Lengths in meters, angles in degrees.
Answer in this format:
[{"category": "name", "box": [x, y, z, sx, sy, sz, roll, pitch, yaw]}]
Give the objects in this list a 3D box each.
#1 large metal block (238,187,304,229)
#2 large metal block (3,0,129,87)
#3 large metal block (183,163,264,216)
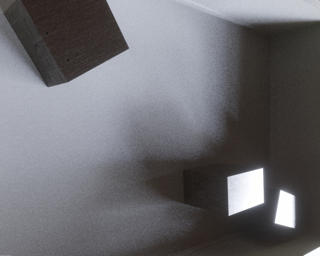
[{"category": "large metal block", "box": [0.181, 0.131, 0.523, 0.080, 0.080, 0.050, 24, 75, -38]}, {"category": "large metal block", "box": [-0.091, -0.097, 0.313, 0.080, 0.050, 0.080, -39, 114, -33]}, {"category": "large metal block", "box": [0.091, 0.084, 0.447, 0.081, 0.080, 0.050, -4, 93, -40]}]
